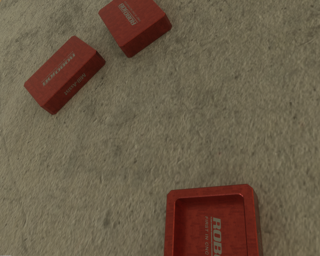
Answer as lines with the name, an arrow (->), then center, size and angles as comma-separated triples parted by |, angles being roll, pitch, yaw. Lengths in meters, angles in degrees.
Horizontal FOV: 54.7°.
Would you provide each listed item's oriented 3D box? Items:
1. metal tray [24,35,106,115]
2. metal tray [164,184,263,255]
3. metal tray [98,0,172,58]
metal tray -> -0.169, -0.096, 0.546 | 0.130, 0.030, 0.090 | -47, 52, -5
metal tray -> 0.051, 0.123, 0.297 | 0.090, 0.030, 0.130 | -9, 58, 22
metal tray -> -0.047, -0.190, 0.540 | 0.090, 0.030, 0.130 | -35, 52, 5
